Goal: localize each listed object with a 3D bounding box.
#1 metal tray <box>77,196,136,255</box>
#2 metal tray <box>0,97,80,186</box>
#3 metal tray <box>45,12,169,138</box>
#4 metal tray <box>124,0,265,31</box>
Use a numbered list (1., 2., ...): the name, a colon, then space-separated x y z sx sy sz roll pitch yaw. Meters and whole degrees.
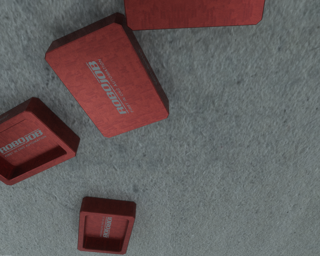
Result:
1. metal tray: -0.097 0.178 0.553 0.091 0.030 0.129 9 130 -8
2. metal tray: -0.188 0.023 0.420 0.130 0.030 0.090 -24 127 19
3. metal tray: -0.055 -0.054 0.358 0.090 0.030 0.130 -19 128 15
4. metal tray: 0.031 -0.141 0.284 0.131 0.030 0.089 -2 130 1
